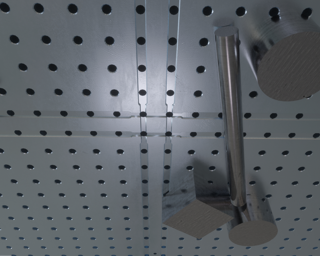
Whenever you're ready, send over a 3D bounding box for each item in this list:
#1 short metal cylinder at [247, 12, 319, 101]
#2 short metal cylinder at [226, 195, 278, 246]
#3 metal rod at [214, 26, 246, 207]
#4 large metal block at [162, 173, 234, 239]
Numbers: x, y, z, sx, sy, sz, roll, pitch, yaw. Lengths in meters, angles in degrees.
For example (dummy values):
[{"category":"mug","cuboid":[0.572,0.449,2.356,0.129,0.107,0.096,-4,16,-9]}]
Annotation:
[{"category":"short metal cylinder","cuboid":[0.139,-0.075,0.333,0.081,0.050,0.079,0,130,0]},{"category":"short metal cylinder","cuboid":[0.155,0.160,0.533,0.081,0.050,0.079,0,130,0]},{"category":"metal rod","cuboid":[0.100,0.009,0.420,0.025,0.025,0.298,-9,130,7]},{"category":"large metal block","cuboid":[0.060,0.130,0.507,0.080,0.050,0.080,31,124,-24]}]
